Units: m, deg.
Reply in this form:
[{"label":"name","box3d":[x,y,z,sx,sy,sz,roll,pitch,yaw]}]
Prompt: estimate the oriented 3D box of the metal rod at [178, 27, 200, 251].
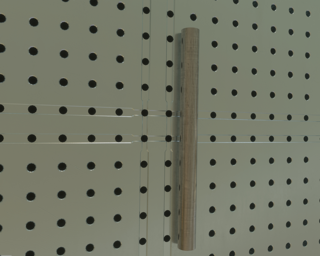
[{"label":"metal rod","box3d":[0.039,0.015,0.426,0.025,0.025,0.298,1,90,-20]}]
